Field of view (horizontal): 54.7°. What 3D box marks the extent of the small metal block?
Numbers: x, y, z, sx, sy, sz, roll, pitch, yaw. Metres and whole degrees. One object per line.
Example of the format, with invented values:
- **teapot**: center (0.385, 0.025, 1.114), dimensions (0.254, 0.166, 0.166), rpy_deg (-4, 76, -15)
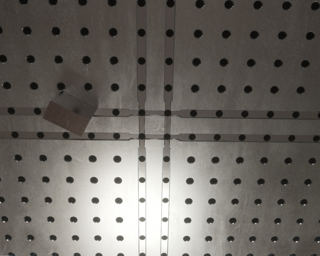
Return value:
- **small metal block**: center (-0.112, -0.019, 0.391), dimensions (0.050, 0.050, 0.025), rpy_deg (27, 108, -10)
